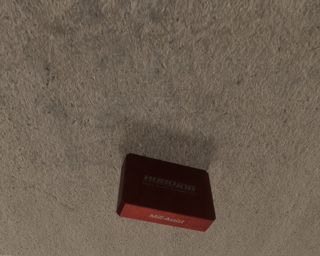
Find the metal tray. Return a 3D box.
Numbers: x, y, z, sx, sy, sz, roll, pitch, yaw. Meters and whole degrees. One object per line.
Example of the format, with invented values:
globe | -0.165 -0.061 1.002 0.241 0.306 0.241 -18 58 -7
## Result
metal tray | 0.009 0.090 0.441 0.131 0.090 0.030 14 129 -13
